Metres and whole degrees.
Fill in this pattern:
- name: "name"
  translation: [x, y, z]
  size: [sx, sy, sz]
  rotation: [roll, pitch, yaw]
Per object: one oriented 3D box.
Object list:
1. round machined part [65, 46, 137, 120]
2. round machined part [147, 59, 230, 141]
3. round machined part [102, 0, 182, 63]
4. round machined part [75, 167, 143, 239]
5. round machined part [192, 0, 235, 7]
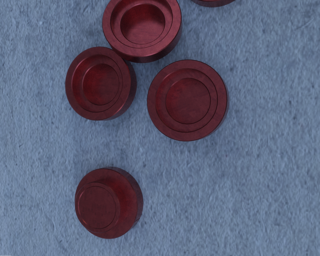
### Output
- name: "round machined part"
  translation: [-0.076, -0.059, 0.426]
  size: [0.098, 0.042, 0.097]
  rotation: [0, 90, 19]
- name: "round machined part"
  translation: [0.037, -0.033, 0.386]
  size: [0.098, 0.042, 0.097]
  rotation: [0, 90, 19]
- name: "round machined part"
  translation: [-0.020, -0.129, 0.397]
  size: [0.099, 0.042, 0.098]
  rotation: [-1, 78, 6]
- name: "round machined part"
  translation: [-0.076, 0.104, 0.426]
  size: [0.098, 0.042, 0.097]
  rotation: [0, 90, 19]
- name: "round machined part"
  translation: [0.066, -0.203, 0.376]
  size: [0.098, 0.042, 0.097]
  rotation: [0, 90, 19]
